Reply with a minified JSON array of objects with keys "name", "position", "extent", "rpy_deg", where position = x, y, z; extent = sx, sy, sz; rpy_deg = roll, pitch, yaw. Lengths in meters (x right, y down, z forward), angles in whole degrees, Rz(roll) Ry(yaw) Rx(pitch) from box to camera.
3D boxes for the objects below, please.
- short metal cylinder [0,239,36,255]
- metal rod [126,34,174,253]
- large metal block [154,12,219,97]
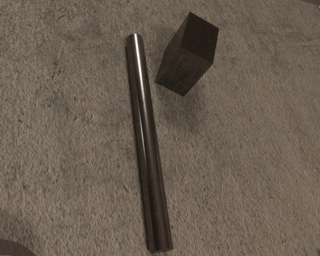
[{"name":"short metal cylinder","position":[-0.132,0.131,0.237],"extent":[0.081,0.050,0.080],"rpy_deg":[14,56,-21]},{"name":"metal rod","position":[-0.018,-0.001,0.395],"extent":[0.025,0.025,0.299],"rpy_deg":[6,59,-26]},{"name":"large metal block","position":[0.040,-0.107,0.457],"extent":[0.050,0.080,0.080],"rpy_deg":[25,53,-13]}]
